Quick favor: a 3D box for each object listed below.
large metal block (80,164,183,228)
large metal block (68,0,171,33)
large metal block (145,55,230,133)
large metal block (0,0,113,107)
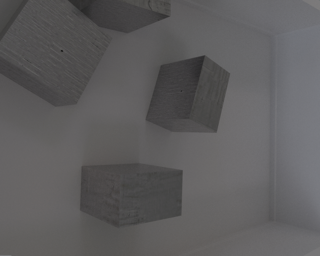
[{"bbox_3d":[-0.032,0.069,0.344,0.081,0.080,0.050,3,89,-40],"label":"large metal block"},{"bbox_3d":[-0.046,-0.143,0.332,0.081,0.080,0.050,0,91,-40],"label":"large metal block"},{"bbox_3d":[0.035,-0.040,0.400,0.050,0.080,0.080,25,75,-38],"label":"large metal block"},{"bbox_3d":[-0.107,-0.076,0.301,0.080,0.050,0.080,36,68,-34],"label":"large metal block"}]
